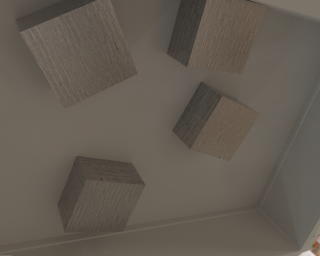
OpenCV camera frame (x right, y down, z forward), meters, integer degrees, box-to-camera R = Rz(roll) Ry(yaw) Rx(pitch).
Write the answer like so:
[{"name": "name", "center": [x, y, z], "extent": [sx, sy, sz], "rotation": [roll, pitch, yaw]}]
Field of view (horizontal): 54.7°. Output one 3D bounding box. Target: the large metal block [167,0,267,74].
[{"name": "large metal block", "center": [0.064, -0.112, 0.360], "extent": [0.081, 0.050, 0.079], "rotation": [1, 118, -29]}]

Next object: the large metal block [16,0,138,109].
[{"name": "large metal block", "center": [-0.079, -0.078, 0.302], "extent": [0.080, 0.050, 0.080], "rotation": [-28, 128, -11]}]

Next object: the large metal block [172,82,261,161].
[{"name": "large metal block", "center": [0.078, -0.007, 0.433], "extent": [0.081, 0.050, 0.080], "rotation": [18, 109, -36]}]

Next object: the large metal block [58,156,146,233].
[{"name": "large metal block", "center": [-0.078, 0.088, 0.406], "extent": [0.081, 0.050, 0.079], "rotation": [12, 112, -34]}]
